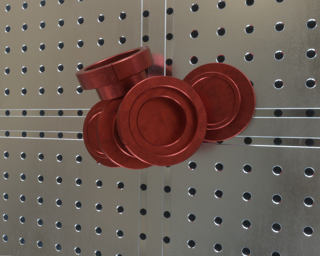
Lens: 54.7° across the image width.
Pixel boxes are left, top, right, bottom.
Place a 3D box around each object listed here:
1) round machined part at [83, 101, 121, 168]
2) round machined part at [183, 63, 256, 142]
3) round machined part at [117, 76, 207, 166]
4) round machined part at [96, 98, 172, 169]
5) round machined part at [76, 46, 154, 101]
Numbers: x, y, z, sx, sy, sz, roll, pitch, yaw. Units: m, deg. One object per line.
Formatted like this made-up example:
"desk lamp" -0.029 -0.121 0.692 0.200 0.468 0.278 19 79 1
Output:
"round machined part" -0.065 0.006 0.425 0.098 0.042 0.097 0 90 19
"round machined part" 0.066 -0.032 0.380 0.098 0.042 0.097 0 90 19
"round machined part" 0.000 -0.007 0.352 0.099 0.042 0.097 0 89 -14
"round machined part" -0.028 0.003 0.387 0.099 0.042 0.097 1 87 -17
"round machined part" -0.053 -0.068 0.397 0.098 0.098 0.042 -13 111 19
